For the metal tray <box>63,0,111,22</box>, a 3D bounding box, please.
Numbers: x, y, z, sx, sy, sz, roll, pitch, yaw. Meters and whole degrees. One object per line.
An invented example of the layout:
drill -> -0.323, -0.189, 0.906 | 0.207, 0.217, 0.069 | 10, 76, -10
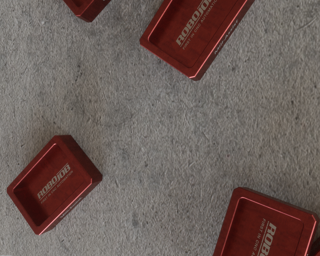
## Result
metal tray -> -0.091, -0.229, 0.438 | 0.130, 0.030, 0.090 | -43, 77, 15

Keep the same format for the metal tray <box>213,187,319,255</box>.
metal tray -> 0.111, 0.142, 0.347 | 0.090, 0.030, 0.129 | 17, 89, 35

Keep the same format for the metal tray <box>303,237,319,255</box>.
metal tray -> 0.202, 0.167, 0.335 | 0.090, 0.030, 0.130 | 40, 102, 15

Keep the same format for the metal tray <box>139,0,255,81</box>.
metal tray -> 0.046, -0.137, 0.389 | 0.090, 0.030, 0.129 | 37, 102, 16

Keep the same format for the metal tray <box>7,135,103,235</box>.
metal tray -> -0.159, 0.084, 0.462 | 0.130, 0.030, 0.090 | -44, 76, 14
